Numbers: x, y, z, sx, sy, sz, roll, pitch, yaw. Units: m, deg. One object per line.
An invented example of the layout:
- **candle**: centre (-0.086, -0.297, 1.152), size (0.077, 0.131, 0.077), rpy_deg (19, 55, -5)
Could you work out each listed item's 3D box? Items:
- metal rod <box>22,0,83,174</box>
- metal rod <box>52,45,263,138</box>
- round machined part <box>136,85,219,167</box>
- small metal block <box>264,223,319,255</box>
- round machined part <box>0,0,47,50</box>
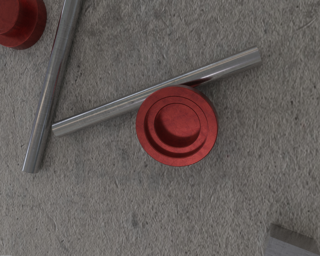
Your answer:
- **metal rod**: centre (-0.159, -0.076, 0.464), size (0.025, 0.025, 0.298), rpy_deg (18, 96, 19)
- **metal rod**: centre (-0.017, -0.042, 0.414), size (0.300, 0.025, 0.025), rpy_deg (-18, 84, 19)
- **round machined part**: centre (0.023, -0.005, 0.383), size (0.098, 0.042, 0.097), rpy_deg (3, 105, 13)
- **small metal block**: centre (0.145, 0.134, 0.345), size (0.050, 0.050, 0.025), rpy_deg (17, 96, 19)
- **round machined part**: centre (-0.230, -0.175, 0.481), size (0.098, 0.042, 0.097), rpy_deg (0, 90, 20)
